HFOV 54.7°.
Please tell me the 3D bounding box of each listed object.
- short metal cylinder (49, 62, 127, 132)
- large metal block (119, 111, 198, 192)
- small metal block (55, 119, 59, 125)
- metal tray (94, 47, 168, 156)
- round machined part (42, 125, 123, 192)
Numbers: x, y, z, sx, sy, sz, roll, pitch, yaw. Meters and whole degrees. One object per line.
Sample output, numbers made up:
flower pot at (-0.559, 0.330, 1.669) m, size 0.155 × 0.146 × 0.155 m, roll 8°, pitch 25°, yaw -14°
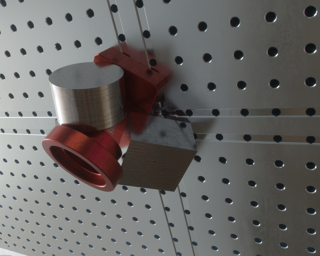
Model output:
short metal cylinder at (-0.080, -0.038, 0.353) m, size 0.080 × 0.080 × 0.050 m, roll 13°, pitch 124°, yaw 21°
large metal block at (-0.009, 0.032, 0.395) m, size 0.081 × 0.050 × 0.079 m, roll 11°, pitch 129°, yaw -16°
small metal block at (-0.110, 0.002, 0.412) m, size 0.025 × 0.050 × 0.050 m, roll 18°, pitch 125°, yaw 18°
metal tray at (-0.054, -0.030, 0.417) m, size 0.090 × 0.030 × 0.129 m, roll 30°, pitch 128°, yaw 8°
round machined part at (-0.084, 0.029, 0.365) m, size 0.098 × 0.042 × 0.098 m, roll 24°, pitch 150°, yaw 15°
